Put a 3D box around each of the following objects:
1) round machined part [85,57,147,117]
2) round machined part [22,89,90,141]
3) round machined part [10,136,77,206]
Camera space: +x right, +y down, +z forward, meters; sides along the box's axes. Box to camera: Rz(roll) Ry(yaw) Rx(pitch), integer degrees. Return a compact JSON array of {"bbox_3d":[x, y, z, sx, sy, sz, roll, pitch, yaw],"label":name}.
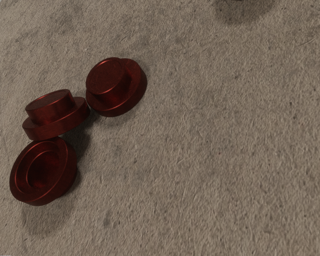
[{"bbox_3d":[-0.073,-0.069,0.472,0.098,0.042,0.098,-13,56,20],"label":"round machined part"},{"bbox_3d":[-0.158,-0.025,0.462,0.098,0.042,0.098,-16,26,8],"label":"round machined part"},{"bbox_3d":[-0.157,0.062,0.435,0.098,0.042,0.098,-13,56,20],"label":"round machined part"}]
